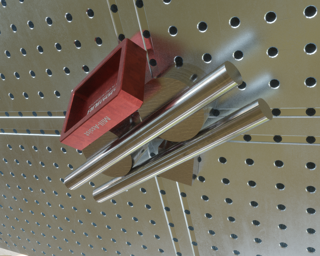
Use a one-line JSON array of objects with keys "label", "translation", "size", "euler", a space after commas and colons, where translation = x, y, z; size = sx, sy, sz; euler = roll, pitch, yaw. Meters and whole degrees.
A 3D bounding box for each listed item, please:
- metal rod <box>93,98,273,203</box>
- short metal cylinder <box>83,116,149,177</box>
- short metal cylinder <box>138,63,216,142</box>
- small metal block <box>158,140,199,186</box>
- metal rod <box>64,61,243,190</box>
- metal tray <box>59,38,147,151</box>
[{"label": "metal rod", "translation": [0.005, 0.043, 0.400], "size": [0.299, 0.025, 0.025], "euler": [-32, 101, 38]}, {"label": "short metal cylinder", "translation": [-0.063, 0.023, 0.441], "size": [0.080, 0.050, 0.079], "euler": [13, 124, 20]}, {"label": "short metal cylinder", "translation": [0.021, -0.031, 0.365], "size": [0.080, 0.050, 0.079], "euler": [13, 124, 20]}, {"label": "small metal block", "translation": [0.025, 0.046, 0.424], "size": [0.050, 0.025, 0.050], "euler": [14, 124, 20]}, {"label": "metal rod", "translation": [-0.032, 0.015, 0.370], "size": [0.299, 0.025, 0.025], "euler": [-33, 100, 38]}, {"label": "metal tray", "translation": [-0.071, -0.038, 0.379], "size": [0.030, 0.090, 0.130], "euler": [29, 136, -32]}]
